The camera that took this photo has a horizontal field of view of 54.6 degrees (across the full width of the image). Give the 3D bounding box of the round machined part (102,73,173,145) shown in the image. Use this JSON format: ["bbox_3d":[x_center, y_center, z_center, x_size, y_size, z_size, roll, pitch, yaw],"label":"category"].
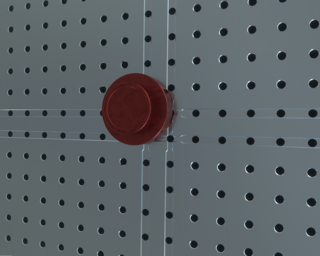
[{"bbox_3d":[-0.036,-0.025,0.417,0.098,0.042,0.097,0,90,21],"label":"round machined part"}]
